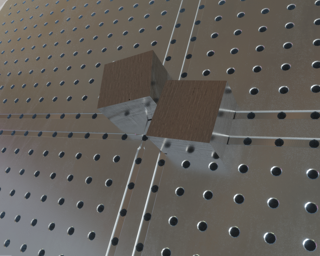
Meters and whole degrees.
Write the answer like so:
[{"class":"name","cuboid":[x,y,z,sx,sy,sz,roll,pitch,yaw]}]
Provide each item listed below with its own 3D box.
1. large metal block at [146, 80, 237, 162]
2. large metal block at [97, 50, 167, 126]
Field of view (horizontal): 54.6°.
[{"class":"large metal block","cuboid":[0.040,-0.011,0.378,0.080,0.050,0.080,6,64,31]},{"class":"large metal block","cuboid":[-0.037,-0.056,0.447,0.080,0.050,0.080,-11,57,22]}]
